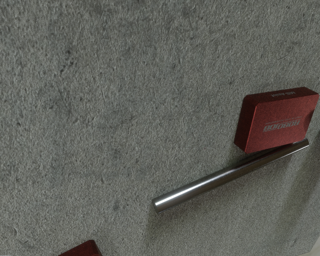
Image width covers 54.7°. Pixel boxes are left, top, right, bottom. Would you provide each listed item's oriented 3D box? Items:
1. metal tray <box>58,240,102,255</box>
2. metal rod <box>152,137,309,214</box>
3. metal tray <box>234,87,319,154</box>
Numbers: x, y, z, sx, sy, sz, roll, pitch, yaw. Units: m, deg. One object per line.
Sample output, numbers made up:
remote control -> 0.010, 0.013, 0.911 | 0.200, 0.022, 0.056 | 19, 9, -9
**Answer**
metal tray -> -0.124, 0.242, 0.486 | 0.091, 0.030, 0.129 | -24, 127, -14
metal rod -> 0.128, 0.073, 0.524 | 0.302, 0.025, 0.025 | -20, 126, -17
metal tray -> 0.188, -0.014, 0.501 | 0.131, 0.030, 0.089 | -10, 123, -24
